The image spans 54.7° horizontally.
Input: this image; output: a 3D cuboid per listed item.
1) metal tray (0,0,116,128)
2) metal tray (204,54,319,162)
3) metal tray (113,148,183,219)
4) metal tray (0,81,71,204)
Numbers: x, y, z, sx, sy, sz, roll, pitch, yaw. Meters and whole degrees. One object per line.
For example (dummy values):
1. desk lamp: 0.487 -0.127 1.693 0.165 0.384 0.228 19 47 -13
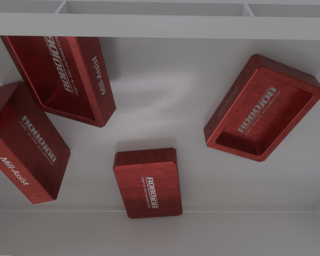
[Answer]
1. metal tray: -0.101 -0.062 0.316 0.090 0.030 0.129 15 143 16
2. metal tray: 0.124 -0.019 0.390 0.091 0.030 0.129 17 128 -14
3. metal tray: -0.015 0.090 0.482 0.090 0.030 0.129 -5 130 4
4. metal tray: -0.162 0.020 0.381 0.030 0.090 0.129 -13 129 10
